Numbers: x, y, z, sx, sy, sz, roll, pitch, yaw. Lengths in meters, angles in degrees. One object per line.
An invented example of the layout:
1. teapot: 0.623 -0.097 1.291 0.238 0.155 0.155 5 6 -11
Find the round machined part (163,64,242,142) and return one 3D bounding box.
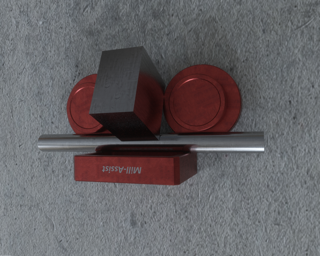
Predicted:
1. round machined part: 0.050 -0.030 0.382 0.098 0.042 0.097 0 90 19

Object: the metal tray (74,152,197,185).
1. metal tray: -0.027 0.046 0.384 0.130 0.090 0.030 -1 90 19

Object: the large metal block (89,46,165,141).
1. large metal block: -0.033 -0.036 0.363 0.050 0.080 0.080 -2 66 19

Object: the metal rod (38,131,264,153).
1. metal rod: -0.025 0.019 0.396 0.301 0.025 0.025 -1 90 19

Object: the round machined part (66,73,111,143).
1. round machined part: -0.088 -0.027 0.429 0.098 0.042 0.097 0 90 19
